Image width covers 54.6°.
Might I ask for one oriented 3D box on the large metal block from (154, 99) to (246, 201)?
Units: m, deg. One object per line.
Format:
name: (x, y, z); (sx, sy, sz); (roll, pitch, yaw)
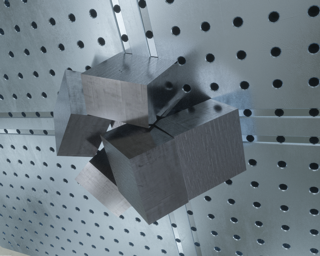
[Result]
large metal block: (0.046, 0.022, 0.354); (0.050, 0.081, 0.080); (33, 141, 58)

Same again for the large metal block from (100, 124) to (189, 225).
large metal block: (-0.018, 0.044, 0.343); (0.080, 0.050, 0.080); (28, 137, 56)

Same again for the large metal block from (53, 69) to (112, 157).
large metal block: (-0.106, -0.018, 0.413); (0.050, 0.080, 0.080); (5, 136, -29)

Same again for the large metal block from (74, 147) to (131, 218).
large metal block: (-0.059, 0.065, 0.446); (0.080, 0.080, 0.050); (42, 129, -2)

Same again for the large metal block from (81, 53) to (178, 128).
large metal block: (-0.032, -0.048, 0.364); (0.080, 0.080, 0.050); (13, 124, 21)

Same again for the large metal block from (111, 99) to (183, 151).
large metal block: (-0.011, 0.009, 0.407); (0.080, 0.050, 0.080); (1, 119, 28)
